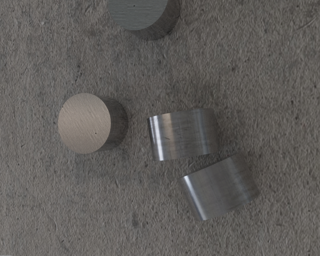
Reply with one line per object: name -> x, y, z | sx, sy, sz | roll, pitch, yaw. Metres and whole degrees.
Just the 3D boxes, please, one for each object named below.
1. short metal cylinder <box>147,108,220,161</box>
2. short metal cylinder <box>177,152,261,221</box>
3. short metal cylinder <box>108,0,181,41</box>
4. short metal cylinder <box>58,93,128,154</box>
short metal cylinder -> 0.028, 0.008, 0.370 | 0.080, 0.080, 0.050 | -10, 87, 20
short metal cylinder -> 0.066, 0.066, 0.356 | 0.080, 0.080, 0.050 | -26, 81, 18
short metal cylinder -> -0.019, -0.160, 0.402 | 0.080, 0.050, 0.080 | 0, 90, 20
short metal cylinder -> -0.091, -0.006, 0.428 | 0.080, 0.050, 0.080 | 0, 90, 20
